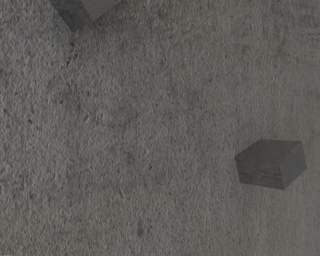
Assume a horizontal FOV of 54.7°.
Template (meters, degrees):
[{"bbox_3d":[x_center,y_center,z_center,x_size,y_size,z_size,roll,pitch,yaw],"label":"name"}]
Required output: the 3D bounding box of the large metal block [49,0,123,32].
[{"bbox_3d":[-0.077,-0.161,0.323,0.080,0.050,0.080,-49,119,-29],"label":"large metal block"}]

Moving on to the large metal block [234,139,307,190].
[{"bbox_3d":[0.188,0.059,0.526,0.081,0.080,0.050,-25,106,-37],"label":"large metal block"}]
